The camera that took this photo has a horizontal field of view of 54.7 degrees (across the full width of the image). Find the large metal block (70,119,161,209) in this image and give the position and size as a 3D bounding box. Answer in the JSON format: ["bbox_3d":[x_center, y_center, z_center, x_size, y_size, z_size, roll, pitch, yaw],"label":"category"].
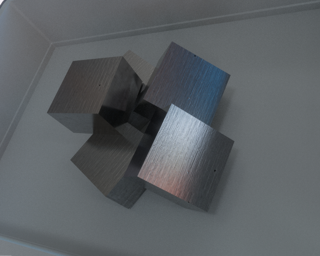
[{"bbox_3d":[-0.049,0.038,0.385,0.080,0.050,0.080,34,80,38],"label":"large metal block"}]

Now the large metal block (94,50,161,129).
[{"bbox_3d":[-0.039,-0.053,0.440,0.080,0.050,0.080,-45,51,-4],"label":"large metal block"}]

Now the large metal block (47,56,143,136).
[{"bbox_3d":[-0.079,-0.039,0.385,0.080,0.050,0.080,2,61,30],"label":"large metal block"}]

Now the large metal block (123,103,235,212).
[{"bbox_3d":[0.020,0.033,0.328,0.080,0.080,0.050,-65,16,-18],"label":"large metal block"}]

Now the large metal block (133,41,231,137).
[{"bbox_3d":[0.026,-0.042,0.371,0.080,0.050,0.080,28,71,-10],"label":"large metal block"}]
